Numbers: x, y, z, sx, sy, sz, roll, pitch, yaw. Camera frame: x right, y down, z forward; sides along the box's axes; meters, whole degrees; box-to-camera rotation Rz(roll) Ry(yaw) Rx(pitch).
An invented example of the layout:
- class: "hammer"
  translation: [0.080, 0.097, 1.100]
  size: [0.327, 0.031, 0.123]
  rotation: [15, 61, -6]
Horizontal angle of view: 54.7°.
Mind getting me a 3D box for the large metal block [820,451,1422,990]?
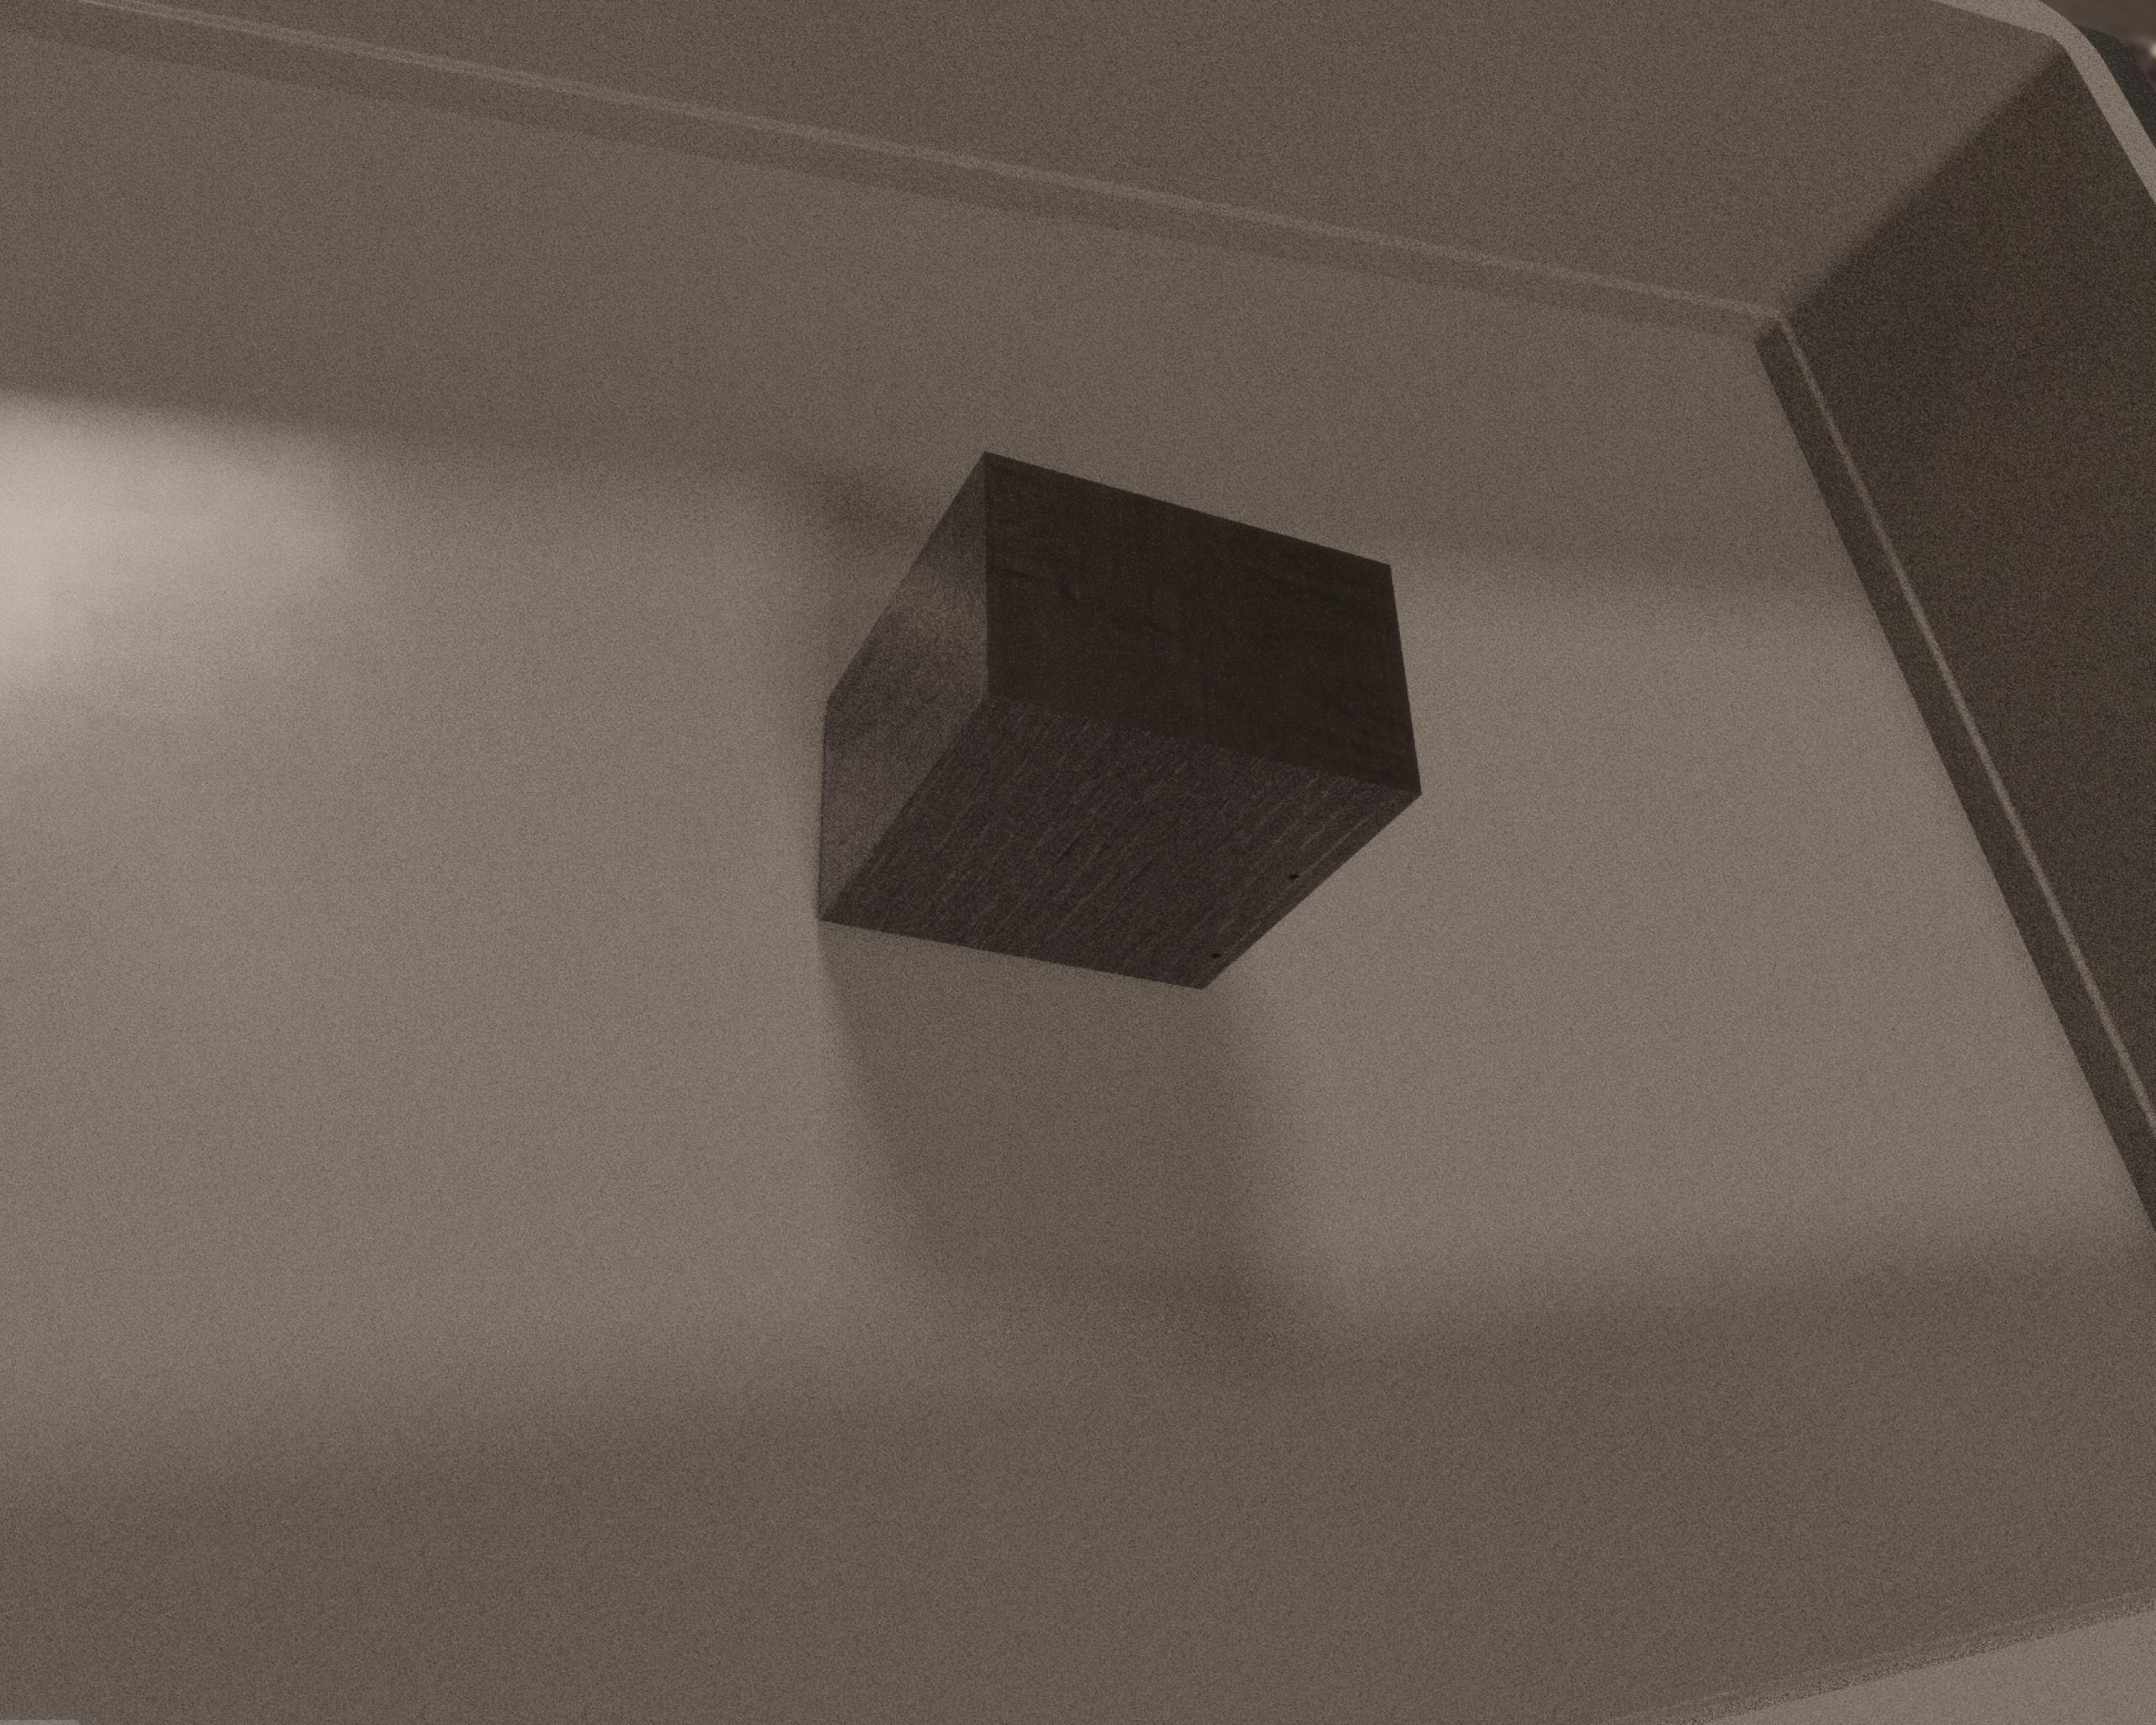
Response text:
- class: "large metal block"
  translation: [0.005, -0.022, 0.385]
  size: [0.081, 0.080, 0.050]
  rotation: [12, 57, -22]
